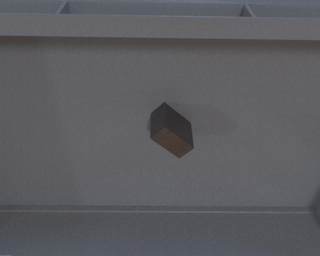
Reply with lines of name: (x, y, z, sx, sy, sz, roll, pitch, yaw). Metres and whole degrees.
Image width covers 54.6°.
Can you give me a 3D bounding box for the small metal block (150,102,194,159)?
small metal block: (0.015, 0.003, 0.395, 0.050, 0.050, 0.025, 36, 121, -27)
